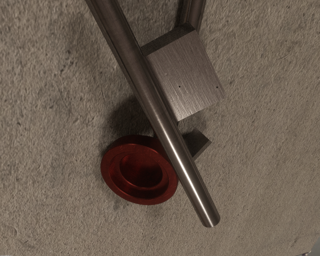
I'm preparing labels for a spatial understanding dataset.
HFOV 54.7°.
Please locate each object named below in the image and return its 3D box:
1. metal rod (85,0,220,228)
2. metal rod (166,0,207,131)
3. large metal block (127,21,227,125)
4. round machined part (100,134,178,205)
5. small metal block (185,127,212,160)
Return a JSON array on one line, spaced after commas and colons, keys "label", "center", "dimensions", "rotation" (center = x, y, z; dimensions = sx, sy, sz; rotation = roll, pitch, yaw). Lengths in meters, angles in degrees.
[{"label": "metal rod", "center": [0.005, -0.002, 0.326], "dimensions": [0.025, 0.025, 0.299], "rotation": [-31, 117, -9]}, {"label": "metal rod", "center": [0.015, -0.023, 0.402], "dimensions": [0.025, 0.025, 0.298], "rotation": [-4, 120, -27]}, {"label": "large metal block", "center": [0.016, -0.057, 0.341], "dimensions": [0.080, 0.050, 0.080], "rotation": [-27, 117, 9]}, {"label": "round machined part", "center": [-0.022, 0.048, 0.395], "dimensions": [0.098, 0.042, 0.097], "rotation": [7, 124, 11]}, {"label": "small metal block", "center": [0.045, 0.028, 0.435], "dimensions": [0.050, 0.025, 0.050], "rotation": [-47, 166, 5]}]
